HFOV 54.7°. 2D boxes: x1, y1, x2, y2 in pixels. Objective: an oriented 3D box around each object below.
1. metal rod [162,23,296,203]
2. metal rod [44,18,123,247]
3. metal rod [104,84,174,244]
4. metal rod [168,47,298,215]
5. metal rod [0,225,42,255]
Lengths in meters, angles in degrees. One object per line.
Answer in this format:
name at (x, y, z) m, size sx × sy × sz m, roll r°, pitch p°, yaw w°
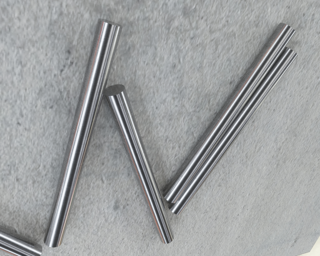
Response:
metal rod at (0.094, -0.013, 0.451) m, size 0.025 × 0.025 × 0.299 m, roll 23°, pitch 106°, yaw -37°
metal rod at (-0.098, 0.023, 0.368) m, size 0.025 × 0.025 × 0.298 m, roll 6°, pitch 115°, yaw -32°
metal rod at (-0.020, 0.072, 0.441) m, size 0.025 × 0.025 × 0.298 m, roll -26°, pitch 128°, yaw -13°
metal rod at (0.105, 0.011, 0.473) m, size 0.025 × 0.025 × 0.299 m, roll 25°, pitch 105°, yaw -37°
metal rod at (-0.242, 0.081, 0.324) m, size 0.025 × 0.025 × 0.300 m, roll -40°, pitch 130°, yaw -1°
